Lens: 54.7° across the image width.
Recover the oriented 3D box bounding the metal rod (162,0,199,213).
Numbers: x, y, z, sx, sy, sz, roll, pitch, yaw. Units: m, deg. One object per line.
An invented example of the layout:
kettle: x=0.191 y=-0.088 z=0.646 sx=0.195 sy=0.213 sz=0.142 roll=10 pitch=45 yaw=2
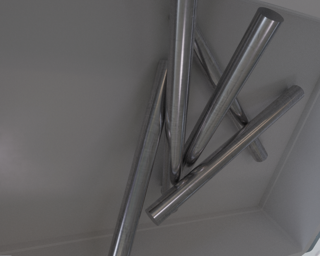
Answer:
metal rod: x=0.018 y=-0.002 z=0.362 sx=0.025 sy=0.025 sz=0.298 roll=-15 pitch=131 yaw=-20

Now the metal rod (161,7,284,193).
metal rod: x=0.056 y=-0.001 z=0.376 sx=0.025 sy=0.025 sz=0.298 roll=-5 pitch=140 yaw=-26

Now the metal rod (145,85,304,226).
metal rod: x=0.103 y=0.027 z=0.433 sx=0.302 sy=0.025 sz=0.025 roll=-36 pitch=131 yaw=-21

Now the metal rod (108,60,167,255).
metal rod: x=-0.027 y=0.067 z=0.363 sx=0.025 sy=0.025 sz=0.298 roll=16 pitch=87 yaw=-35

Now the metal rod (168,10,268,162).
metal rod: x=0.096 y=-0.039 z=0.436 sx=0.025 sy=0.025 sz=0.300 roll=-41 pitch=130 yaw=0
